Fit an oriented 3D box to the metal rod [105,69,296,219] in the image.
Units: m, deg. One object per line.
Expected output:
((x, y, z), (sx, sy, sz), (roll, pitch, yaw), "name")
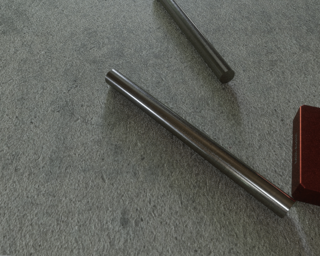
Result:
((0.033, 0.005, 0.399), (0.025, 0.025, 0.300), (-37, 59, -27), "metal rod")

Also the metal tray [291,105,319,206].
((0.211, 0.034, 0.374), (0.090, 0.030, 0.130), (13, 51, 10), "metal tray")

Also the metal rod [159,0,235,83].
((0.048, -0.185, 0.558), (0.025, 0.025, 0.300), (-16, 52, -14), "metal rod")
